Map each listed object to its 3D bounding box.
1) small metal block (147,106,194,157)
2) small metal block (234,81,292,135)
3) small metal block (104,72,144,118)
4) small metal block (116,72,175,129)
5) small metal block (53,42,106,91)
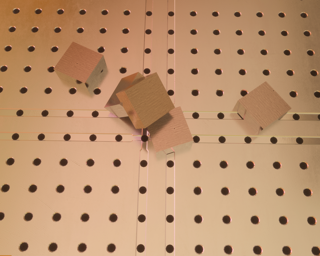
[{"bbox_3d":[0.011,0.005,0.410,0.050,0.025,0.050,-17,71,-6],"label":"small metal block"},{"bbox_3d":[0.139,-0.027,0.422,0.050,0.025,0.050,-34,74,-12],"label":"small metal block"},{"bbox_3d":[-0.042,-0.043,0.411,0.025,0.050,0.050,37,70,-26],"label":"small metal block"},{"bbox_3d":[-0.017,-0.033,0.382,0.050,0.025,0.050,-36,106,-27],"label":"small metal block"},{"bbox_3d":[-0.113,-0.088,0.443,0.050,0.025,0.050,25,72,9],"label":"small metal block"}]
